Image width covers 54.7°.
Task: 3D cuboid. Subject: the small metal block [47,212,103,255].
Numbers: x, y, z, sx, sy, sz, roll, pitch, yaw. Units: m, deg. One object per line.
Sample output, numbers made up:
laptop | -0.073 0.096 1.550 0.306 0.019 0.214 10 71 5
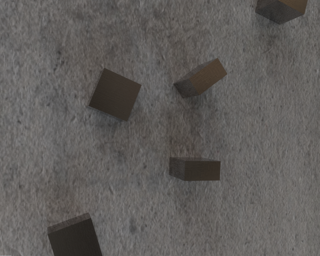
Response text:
small metal block | -0.102 0.137 0.372 0.050 0.025 0.050 -17 96 -20

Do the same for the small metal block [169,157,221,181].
small metal block | 0.045 0.054 0.414 0.050 0.050 0.025 3 89 -20

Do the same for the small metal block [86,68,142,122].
small metal block | -0.058 -0.040 0.388 0.050 0.025 0.050 23 82 -19

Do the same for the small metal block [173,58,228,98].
small metal block | 0.053 -0.066 0.417 0.050 0.050 0.025 -37 103 -16

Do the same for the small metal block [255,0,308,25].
small metal block | 0.181 -0.184 0.464 0.050 0.050 0.025 17 84 -20
